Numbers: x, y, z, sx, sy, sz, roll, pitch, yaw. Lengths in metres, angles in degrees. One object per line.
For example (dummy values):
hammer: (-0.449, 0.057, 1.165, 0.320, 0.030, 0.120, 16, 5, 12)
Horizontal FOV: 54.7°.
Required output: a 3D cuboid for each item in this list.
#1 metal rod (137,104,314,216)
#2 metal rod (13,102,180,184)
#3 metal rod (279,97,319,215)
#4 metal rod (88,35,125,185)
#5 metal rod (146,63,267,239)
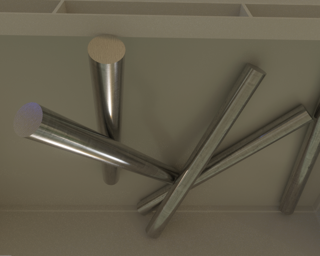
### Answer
metal rod: (0.079, 0.058, 0.459, 0.299, 0.025, 0.025, -36, 122, 26)
metal rod: (-0.034, 0.035, 0.344, 0.025, 0.025, 0.300, -20, 158, 16)
metal rod: (0.213, 0.024, 0.433, 0.025, 0.025, 0.298, -1, 130, 1)
metal rod: (-0.055, 0.011, 0.342, 0.025, 0.025, 0.299, 6, 154, -5)
metal rod: (0.050, 0.049, 0.423, 0.025, 0.025, 0.298, 19, 119, -16)
